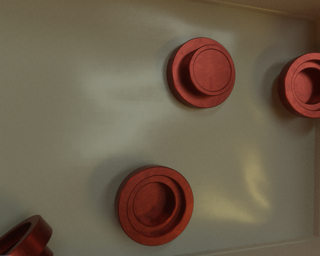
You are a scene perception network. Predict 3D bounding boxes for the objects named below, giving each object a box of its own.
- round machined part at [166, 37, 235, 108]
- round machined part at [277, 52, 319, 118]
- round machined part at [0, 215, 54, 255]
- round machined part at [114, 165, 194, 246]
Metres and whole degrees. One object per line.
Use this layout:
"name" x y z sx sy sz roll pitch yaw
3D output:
"round machined part" 0.062 -0.076 0.424 0.099 0.042 0.097 0 90 -20
"round machined part" 0.227 -0.064 0.478 0.099 0.042 0.097 0 91 -8
"round machined part" -0.151 0.140 0.317 0.098 0.098 0.042 -39 103 -16
"round machined part" -0.010 0.095 0.398 0.099 0.042 0.097 0 90 -20
